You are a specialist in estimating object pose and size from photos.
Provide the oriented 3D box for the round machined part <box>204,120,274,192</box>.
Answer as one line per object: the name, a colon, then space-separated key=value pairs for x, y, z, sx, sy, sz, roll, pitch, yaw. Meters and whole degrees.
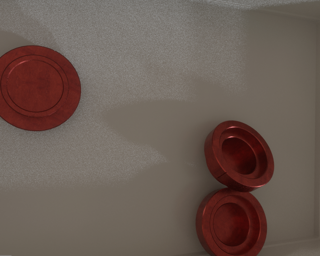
round machined part: x=0.103 y=0.042 z=0.424 sx=0.099 sy=0.042 sz=0.098 roll=14 pitch=55 yaw=-20

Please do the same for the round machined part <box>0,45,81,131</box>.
round machined part: x=-0.140 y=-0.045 z=0.350 sx=0.099 sy=0.042 sz=0.097 roll=0 pitch=90 yaw=-20

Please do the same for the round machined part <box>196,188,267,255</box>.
round machined part: x=0.094 y=0.133 z=0.428 sx=0.099 sy=0.042 sz=0.098 roll=5 pitch=73 yaw=-18
